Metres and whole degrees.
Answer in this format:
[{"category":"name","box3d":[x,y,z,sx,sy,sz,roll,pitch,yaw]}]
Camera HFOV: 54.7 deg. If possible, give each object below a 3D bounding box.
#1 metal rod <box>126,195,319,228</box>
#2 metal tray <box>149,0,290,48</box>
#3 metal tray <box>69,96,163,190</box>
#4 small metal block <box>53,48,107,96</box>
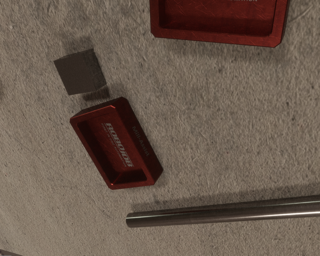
[{"category":"metal rod","box3d":[0.071,0.124,0.445,0.300,0.025,0.025,-16,110,34]},{"category":"metal tray","box3d":[0.054,-0.130,0.293,0.130,0.030,0.089,11,123,21]},{"category":"metal tray","box3d":[-0.063,0.027,0.451,0.090,0.030,0.129,-14,112,33]},{"category":"small metal block","box3d":[-0.107,-0.074,0.415,0.050,0.025,0.050,-5,116,30]}]
